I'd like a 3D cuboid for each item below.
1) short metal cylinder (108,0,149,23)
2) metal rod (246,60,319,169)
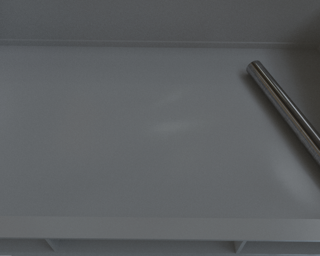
[{"bbox_3d":[-0.061,-0.247,0.598,0.081,0.050,0.080,0,50,0],"label":"short metal cylinder"},{"bbox_3d":[0.192,0.014,0.396,0.025,0.025,0.299,-13,51,-11],"label":"metal rod"}]
